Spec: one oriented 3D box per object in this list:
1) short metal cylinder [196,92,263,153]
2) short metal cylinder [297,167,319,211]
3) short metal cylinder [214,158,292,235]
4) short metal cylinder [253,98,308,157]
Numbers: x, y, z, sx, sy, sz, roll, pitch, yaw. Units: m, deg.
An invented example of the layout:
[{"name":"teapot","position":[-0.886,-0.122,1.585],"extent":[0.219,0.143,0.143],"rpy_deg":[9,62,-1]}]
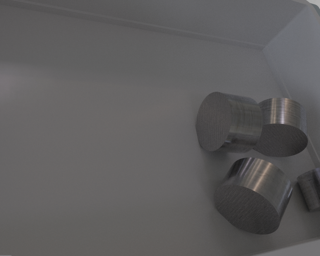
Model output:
[{"name":"short metal cylinder","position":[0.092,-0.006,0.424],"extent":[0.050,0.080,0.080],"rpy_deg":[6,59,-25]},{"name":"short metal cylinder","position":[0.250,0.087,0.452],"extent":[0.081,0.080,0.050],"rpy_deg":[2,61,-27]},{"name":"short metal cylinder","position":[0.114,0.083,0.381],"extent":[0.080,0.080,0.050],"rpy_deg":[43,51,1]},{"name":"short metal cylinder","position":[0.177,0.000,0.465],"extent":[0.080,0.080,0.050],"rpy_deg":[27,53,-12]}]
